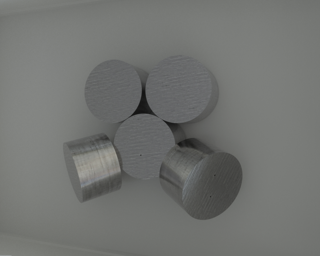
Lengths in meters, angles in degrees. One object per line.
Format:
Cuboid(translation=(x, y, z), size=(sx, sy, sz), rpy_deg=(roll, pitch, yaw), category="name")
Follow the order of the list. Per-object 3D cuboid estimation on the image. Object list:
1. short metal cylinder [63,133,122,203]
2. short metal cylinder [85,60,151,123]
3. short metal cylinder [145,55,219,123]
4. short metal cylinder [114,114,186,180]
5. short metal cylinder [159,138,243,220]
Cuboid(translation=(-0.089, 0.051, 0.404), size=(0.050, 0.080, 0.080), rpy_deg=(-16, 83, -26), category="short metal cylinder")
Cuboid(translation=(-0.051, -0.046, 0.412), size=(0.080, 0.050, 0.079), rpy_deg=(0, 90, 19), category="short metal cylinder")
Cuboid(translation=(0.029, -0.046, 0.385), size=(0.080, 0.050, 0.079), rpy_deg=(0, 90, 19), category="short metal cylinder")
Cuboid(translation=(-0.011, 0.022, 0.397), size=(0.080, 0.050, 0.079), rpy_deg=(0, 90, 19), category="short metal cylinder")
Cuboid(translation=(0.047, 0.057, 0.356), size=(0.050, 0.081, 0.080), rpy_deg=(30, 103, 57), category="short metal cylinder")
